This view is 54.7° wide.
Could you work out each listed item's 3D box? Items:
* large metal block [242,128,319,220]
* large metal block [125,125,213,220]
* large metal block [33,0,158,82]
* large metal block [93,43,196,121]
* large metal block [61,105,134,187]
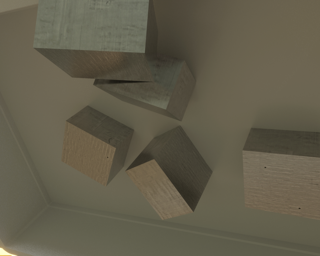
[{"bbox_3d":[0.140,0.049,0.349,0.080,0.050,0.079,4,120,26],"label":"large metal block"},{"bbox_3d":[0.015,0.056,0.399,0.050,0.080,0.080,-27,104,37],"label":"large metal block"},{"bbox_3d":[-0.046,-0.075,0.261,0.080,0.080,0.050,4,84,4],"label":"large metal block"},{"bbox_3d":[-0.012,-0.049,0.339,0.080,0.080,0.050,20,88,16],"label":"large metal block"},{"bbox_3d":[-0.093,0.026,0.456,0.080,0.050,0.079,28,128,10],"label":"large metal block"}]
